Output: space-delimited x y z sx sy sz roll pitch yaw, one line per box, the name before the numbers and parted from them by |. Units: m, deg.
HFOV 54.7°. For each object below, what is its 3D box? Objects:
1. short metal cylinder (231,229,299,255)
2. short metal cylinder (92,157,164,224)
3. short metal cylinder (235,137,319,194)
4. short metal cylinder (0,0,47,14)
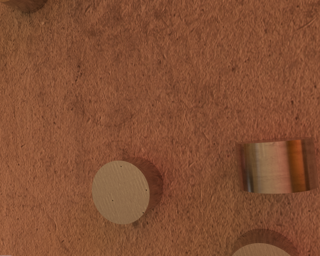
short metal cylinder | 0.120 0.163 0.353 0.080 0.050 0.080 0 90 20
short metal cylinder | -0.042 0.080 0.410 0.080 0.050 0.080 0 90 20
short metal cylinder | 0.125 0.038 0.336 0.080 0.080 0.050 -6 88 20
short metal cylinder | -0.215 -0.223 0.472 0.080 0.050 0.080 0 90 20
